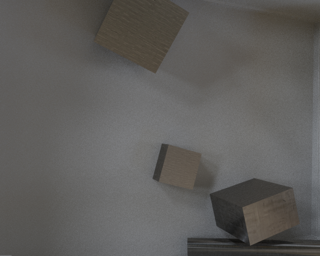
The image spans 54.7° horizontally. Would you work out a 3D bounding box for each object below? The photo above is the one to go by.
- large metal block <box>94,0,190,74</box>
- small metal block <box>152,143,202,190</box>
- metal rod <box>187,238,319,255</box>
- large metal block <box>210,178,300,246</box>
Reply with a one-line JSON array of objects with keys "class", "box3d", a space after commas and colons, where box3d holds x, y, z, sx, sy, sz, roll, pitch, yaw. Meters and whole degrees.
[{"class": "large metal block", "box3d": [-0.024, -0.124, 0.373, 0.080, 0.050, 0.080, 25, 107, -19]}, {"class": "small metal block", "box3d": [0.023, 0.052, 0.420, 0.050, 0.025, 0.050, 17, 84, -20]}, {"class": "metal rod", "box3d": [0.188, 0.162, 0.411, 0.302, 0.025, 0.025, -1, 91, 7]}, {"class": "large metal block", "box3d": [0.129, 0.111, 0.431, 0.081, 0.080, 0.050, -14, 95, -20]}]
